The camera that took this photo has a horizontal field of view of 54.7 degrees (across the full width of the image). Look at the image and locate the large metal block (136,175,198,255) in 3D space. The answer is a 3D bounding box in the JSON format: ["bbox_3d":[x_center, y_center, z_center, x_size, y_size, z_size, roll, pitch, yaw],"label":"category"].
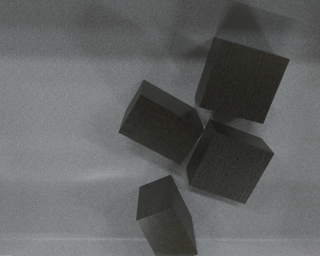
[{"bbox_3d":[0.009,0.125,0.428,0.050,0.080,0.080,-23,109,8],"label":"large metal block"}]

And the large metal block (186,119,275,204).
[{"bbox_3d":[0.090,0.044,0.416,0.080,0.050,0.079,20,109,-8],"label":"large metal block"}]

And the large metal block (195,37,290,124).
[{"bbox_3d":[0.095,-0.059,0.378,0.081,0.050,0.079,14,109,-6],"label":"large metal block"}]

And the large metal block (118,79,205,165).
[{"bbox_3d":[0.001,-0.010,0.378,0.080,0.080,0.050,29,107,-11],"label":"large metal block"}]
